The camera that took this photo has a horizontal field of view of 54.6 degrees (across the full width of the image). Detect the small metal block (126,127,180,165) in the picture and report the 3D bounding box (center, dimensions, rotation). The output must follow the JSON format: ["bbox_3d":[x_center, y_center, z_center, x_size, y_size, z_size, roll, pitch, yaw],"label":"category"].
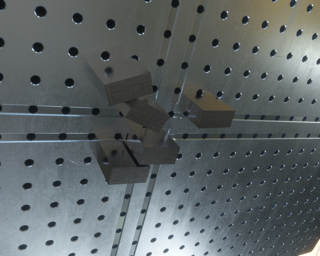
[{"bbox_3d":[-0.010,0.023,0.403,0.050,0.050,0.025,3,117,-30],"label":"small metal block"}]

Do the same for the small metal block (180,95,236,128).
[{"bbox_3d":[0.063,-0.023,0.414,0.050,0.050,0.025,-2,119,-28],"label":"small metal block"}]

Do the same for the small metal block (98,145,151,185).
[{"bbox_3d":[-0.047,0.046,0.397,0.050,0.050,0.025,2,117,-30],"label":"small metal block"}]

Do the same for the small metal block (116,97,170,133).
[{"bbox_3d":[-0.023,-0.024,0.367,0.050,0.050,0.025,27,104,-37],"label":"small metal block"}]

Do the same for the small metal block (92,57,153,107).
[{"bbox_3d":[-0.042,-0.052,0.340,0.050,0.050,0.025,-19,126,-17],"label":"small metal block"}]
